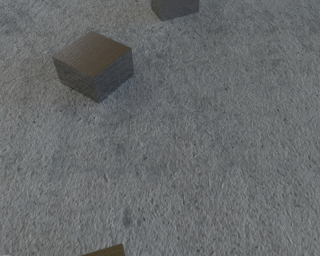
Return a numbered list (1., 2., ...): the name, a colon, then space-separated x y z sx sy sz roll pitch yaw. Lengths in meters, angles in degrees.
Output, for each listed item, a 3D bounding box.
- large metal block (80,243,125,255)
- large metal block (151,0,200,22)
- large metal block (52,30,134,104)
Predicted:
1. large metal block: -0.060 0.154 0.257 0.081 0.050 0.080 -13 51 -11
2. large metal block: 0.029 -0.258 0.585 0.081 0.080 0.050 -19 53 -16
3. large metal block: -0.097 -0.093 0.465 0.080 0.050 0.080 28 56 22
